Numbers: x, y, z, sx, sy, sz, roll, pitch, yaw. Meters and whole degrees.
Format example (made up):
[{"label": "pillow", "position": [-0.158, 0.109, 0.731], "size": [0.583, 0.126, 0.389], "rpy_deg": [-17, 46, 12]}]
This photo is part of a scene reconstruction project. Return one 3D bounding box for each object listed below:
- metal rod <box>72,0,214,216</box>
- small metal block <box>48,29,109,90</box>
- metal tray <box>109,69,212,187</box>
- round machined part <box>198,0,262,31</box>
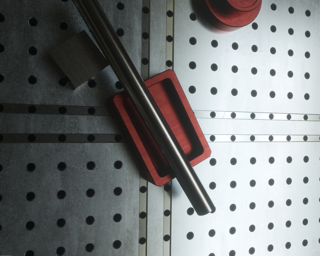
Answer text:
[{"label": "metal rod", "position": [-0.014, -0.022, 0.374], "size": [0.025, 0.025, 0.299], "rpy_deg": [-33, 101, -17]}, {"label": "small metal block", "position": [-0.098, -0.082, 0.376], "size": [0.050, 0.025, 0.050], "rpy_deg": [-39, 103, -16]}, {"label": "metal tray", "position": [0.002, -0.001, 0.410], "size": [0.091, 0.030, 0.129], "rpy_deg": [-29, 100, -18]}, {"label": "round machined part", "position": [0.106, -0.193, 0.442], "size": [0.099, 0.042, 0.097], "rpy_deg": [0, 90, -20]}]
